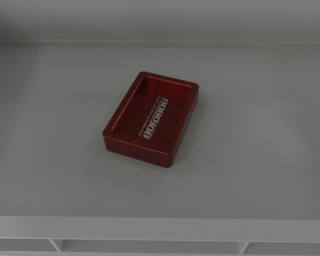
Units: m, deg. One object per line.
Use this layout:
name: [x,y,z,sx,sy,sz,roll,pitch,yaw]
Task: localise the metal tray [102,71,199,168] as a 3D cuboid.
metal tray: [-0.008,-0.017,0.416,0.090,0.030,0.130,15,52,12]
